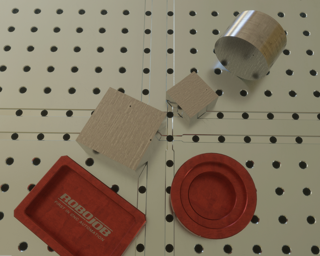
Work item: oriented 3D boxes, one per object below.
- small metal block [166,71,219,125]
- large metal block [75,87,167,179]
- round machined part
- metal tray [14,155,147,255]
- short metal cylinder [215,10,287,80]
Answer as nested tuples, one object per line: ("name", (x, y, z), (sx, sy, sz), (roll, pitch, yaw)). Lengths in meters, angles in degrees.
("small metal block", (0.044, -0.042, 0.427), (0.050, 0.025, 0.050), (-38, 74, -13))
("large metal block", (-0.046, 0.007, 0.395), (0.080, 0.050, 0.080), (26, 72, 9))
("round machined part", (0.061, 0.082, 0.373), (0.099, 0.042, 0.098), (0, 70, 0))
("metal tray", (-0.092, 0.105, 0.369), (0.130, 0.030, 0.090), (34, 73, 11))
("short metal cylinder", (0.123, -0.111, 0.424), (0.080, 0.080, 0.050), (34, 74, 11))
